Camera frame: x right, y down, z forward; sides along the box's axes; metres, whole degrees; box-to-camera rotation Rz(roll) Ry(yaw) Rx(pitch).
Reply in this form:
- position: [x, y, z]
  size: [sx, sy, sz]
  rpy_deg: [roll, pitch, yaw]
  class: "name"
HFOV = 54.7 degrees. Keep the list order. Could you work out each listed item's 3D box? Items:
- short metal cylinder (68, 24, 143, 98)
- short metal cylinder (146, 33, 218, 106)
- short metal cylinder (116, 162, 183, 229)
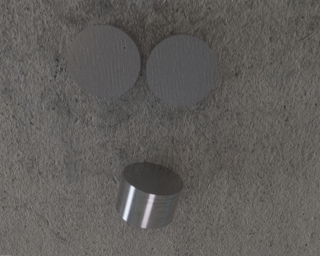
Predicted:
- position: [-0.062, -0.081, 0.366]
  size: [0.081, 0.050, 0.079]
  rpy_deg: [0, 110, 0]
  class: "short metal cylinder"
- position: [0.024, -0.072, 0.370]
  size: [0.081, 0.050, 0.079]
  rpy_deg: [0, 110, 0]
  class: "short metal cylinder"
- position: [-0.014, 0.087, 0.412]
  size: [0.080, 0.080, 0.050]
  rpy_deg: [13, 110, -5]
  class: "short metal cylinder"
